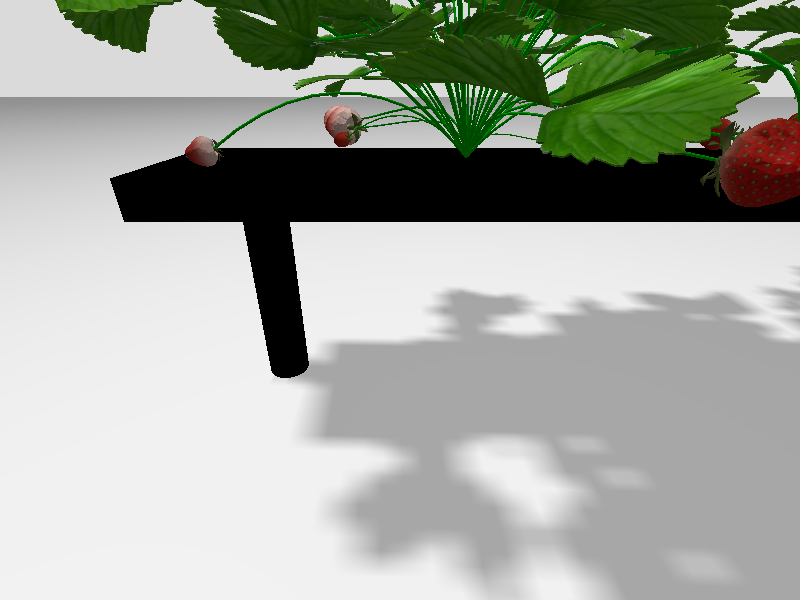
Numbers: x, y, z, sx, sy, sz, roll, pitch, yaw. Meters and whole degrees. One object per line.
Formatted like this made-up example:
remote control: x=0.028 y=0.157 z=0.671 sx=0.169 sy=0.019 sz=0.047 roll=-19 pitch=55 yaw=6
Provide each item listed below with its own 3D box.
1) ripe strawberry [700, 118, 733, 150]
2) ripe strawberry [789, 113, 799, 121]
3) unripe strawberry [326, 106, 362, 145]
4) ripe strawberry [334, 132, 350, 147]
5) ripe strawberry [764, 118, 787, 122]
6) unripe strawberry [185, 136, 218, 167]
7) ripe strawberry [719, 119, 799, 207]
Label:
ripe strawberry: x=0.290 y=-0.153 z=0.371 sx=0.028 sy=0.027 sz=0.026 roll=6 pitch=29 yaw=12
ripe strawberry: x=0.495 y=-0.221 z=0.494 sx=0.029 sy=0.025 sz=0.029 roll=-1 pitch=21 yaw=-3
unripe strawberry: x=-0.058 y=-0.175 z=0.402 sx=0.038 sy=0.037 sz=0.035 roll=19 pitch=34 yaw=33
ripe strawberry: x=-0.055 y=-0.152 z=0.379 sx=0.016 sy=0.013 sz=0.016 roll=-1 pitch=25 yaw=30
ripe strawberry: x=0.289 y=-0.121 z=0.307 sx=0.033 sy=0.033 sz=0.031 roll=3 pitch=28 yaw=5
unripe strawberry: x=-0.146 y=-0.108 z=0.293 sx=0.022 sy=0.021 sz=0.020 roll=-14 pitch=30 yaw=-5
ripe strawberry: x=0.173 y=-0.061 z=0.184 sx=0.044 sy=0.039 sz=0.040 roll=-19 pitch=34 yaw=-32
